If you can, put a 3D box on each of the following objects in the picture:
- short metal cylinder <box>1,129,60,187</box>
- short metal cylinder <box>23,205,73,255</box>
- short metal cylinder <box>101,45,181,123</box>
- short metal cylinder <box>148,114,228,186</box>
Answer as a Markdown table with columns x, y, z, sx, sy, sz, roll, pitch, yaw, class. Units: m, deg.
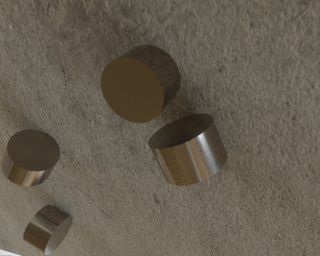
| x | y | z | sx | sy | sz | roll | pitch | yaw | class |
| --- | --- | --- | --- | --- | --- | --- | --- | --- | --- |
| -0.213 | 0.049 | 0.511 | 0.080 | 0.080 | 0.050 | 41 | 129 | 0 | short metal cylinder |
| -0.217 | 0.198 | 0.605 | 0.050 | 0.080 | 0.079 | 26 | 128 | 11 | short metal cylinder |
| -0.022 | -0.053 | 0.368 | 0.080 | 0.050 | 0.079 | 13 | 124 | 20 | short metal cylinder |
| 0.033 | 0.024 | 0.368 | 0.080 | 0.080 | 0.050 | -12 | 112 | 33 | short metal cylinder |
